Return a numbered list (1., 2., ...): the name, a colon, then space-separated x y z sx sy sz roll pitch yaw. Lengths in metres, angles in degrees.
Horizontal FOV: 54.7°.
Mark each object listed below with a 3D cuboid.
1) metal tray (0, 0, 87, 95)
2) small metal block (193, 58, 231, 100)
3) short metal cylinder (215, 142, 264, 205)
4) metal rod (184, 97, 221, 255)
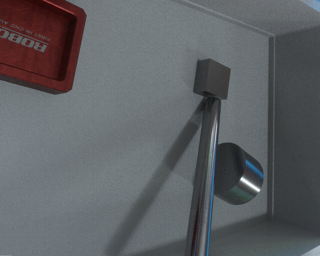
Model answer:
1. metal tray: -0.140 -0.091 0.286 0.131 0.030 0.090 15 81 -39
2. small metal block: 0.081 -0.073 0.477 0.050 0.025 0.050 14 81 -39
3. short metal cylinder: 0.105 0.068 0.462 0.050 0.080 0.080 35 69 -35
4. metal rod: 0.054 0.068 0.379 0.025 0.025 0.300 47 38 -30
